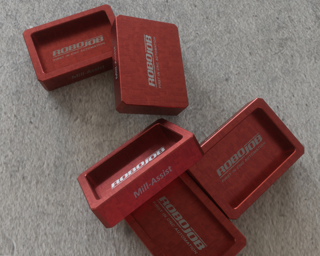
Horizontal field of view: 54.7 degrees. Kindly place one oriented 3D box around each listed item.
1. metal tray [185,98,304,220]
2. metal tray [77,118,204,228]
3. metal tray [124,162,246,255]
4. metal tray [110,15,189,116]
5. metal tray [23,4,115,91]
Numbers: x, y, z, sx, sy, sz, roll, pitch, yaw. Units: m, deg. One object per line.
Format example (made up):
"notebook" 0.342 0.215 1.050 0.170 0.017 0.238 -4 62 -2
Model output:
"metal tray" 0.102 0.036 0.382 0.130 0.030 0.090 -39 89 -14
"metal tray" -0.025 0.045 0.358 0.131 0.090 0.030 -36 115 -13
"metal tray" 0.023 0.113 0.364 0.090 0.030 0.130 -39 75 -13
"metal tray" -0.016 -0.083 0.417 0.091 0.030 0.129 2 71 -23
"metal tray" -0.118 -0.117 0.446 0.131 0.030 0.090 -22 72 -8
